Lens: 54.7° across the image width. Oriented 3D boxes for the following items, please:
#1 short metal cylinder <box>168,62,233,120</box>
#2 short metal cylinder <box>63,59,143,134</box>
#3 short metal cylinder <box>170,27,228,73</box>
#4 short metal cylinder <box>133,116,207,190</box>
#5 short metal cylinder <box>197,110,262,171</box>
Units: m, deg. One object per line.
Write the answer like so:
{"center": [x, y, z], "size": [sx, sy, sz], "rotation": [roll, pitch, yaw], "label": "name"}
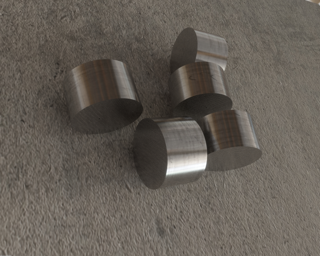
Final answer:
{"center": [0.054, -0.046, 0.425], "size": [0.081, 0.080, 0.050], "rotation": [6, 59, -25], "label": "short metal cylinder"}
{"center": [-0.065, -0.033, 0.354], "size": [0.081, 0.080, 0.050], "rotation": [-5, 65, -31], "label": "short metal cylinder"}
{"center": [0.056, -0.103, 0.461], "size": [0.050, 0.080, 0.080], "rotation": [6, 59, -25], "label": "short metal cylinder"}
{"center": [0.009, 0.027, 0.357], "size": [0.050, 0.080, 0.080], "rotation": [-4, 64, -30], "label": "short metal cylinder"}
{"center": [0.086, 0.019, 0.403], "size": [0.081, 0.080, 0.050], "rotation": [7, 59, -25], "label": "short metal cylinder"}
